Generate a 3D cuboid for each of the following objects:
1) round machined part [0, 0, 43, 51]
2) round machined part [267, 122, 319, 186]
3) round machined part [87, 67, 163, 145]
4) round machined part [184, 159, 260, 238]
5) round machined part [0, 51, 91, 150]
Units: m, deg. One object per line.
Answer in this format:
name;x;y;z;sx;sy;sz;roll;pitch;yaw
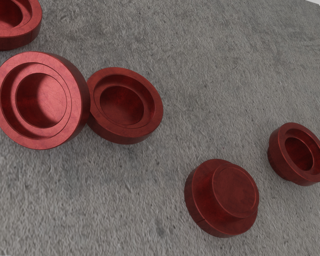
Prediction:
round machined part;-0.194;-0.131;0.368;0.099;0.042;0.098;14;56;-21
round machined part;0.207;0.043;0.477;0.099;0.042;0.098;14;56;-21
round machined part;-0.049;-0.023;0.380;0.099;0.042;0.098;14;56;-21
round machined part;0.083;0.083;0.387;0.099;0.042;0.098;14;56;-21
round machined part;-0.119;-0.029;0.323;0.098;0.098;0.042;43;14;1
